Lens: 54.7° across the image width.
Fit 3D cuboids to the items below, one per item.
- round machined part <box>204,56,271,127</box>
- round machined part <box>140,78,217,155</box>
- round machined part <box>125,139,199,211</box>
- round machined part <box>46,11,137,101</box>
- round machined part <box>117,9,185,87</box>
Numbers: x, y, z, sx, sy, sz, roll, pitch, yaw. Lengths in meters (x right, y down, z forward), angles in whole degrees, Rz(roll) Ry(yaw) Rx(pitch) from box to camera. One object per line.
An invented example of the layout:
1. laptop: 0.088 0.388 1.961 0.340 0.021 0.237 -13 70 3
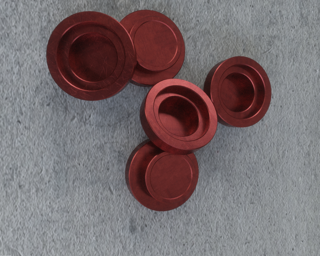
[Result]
1. round machined part: 0.105 -0.050 0.441 0.099 0.042 0.097 0 90 -21
2. round machined part: 0.021 -0.011 0.399 0.099 0.042 0.098 9 64 -19
3. round machined part: 0.008 0.060 0.405 0.099 0.042 0.097 0 90 -21
4. round machined part: -0.076 -0.081 0.362 0.099 0.042 0.097 0 97 1
5. round machined part: -0.012 -0.103 0.397 0.099 0.042 0.097 0 90 -21
